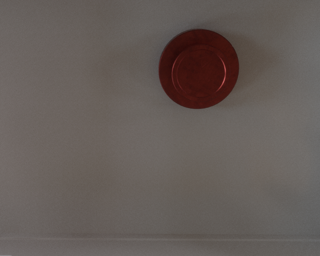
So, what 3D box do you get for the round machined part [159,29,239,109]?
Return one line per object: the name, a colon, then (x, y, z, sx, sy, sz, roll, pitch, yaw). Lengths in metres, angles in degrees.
round machined part: (0.048, -0.069, 0.377, 0.099, 0.042, 0.097, 0, 110, -1)
